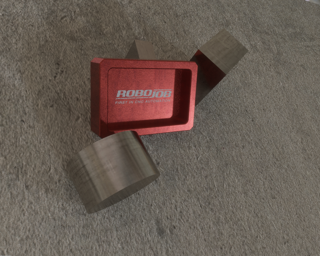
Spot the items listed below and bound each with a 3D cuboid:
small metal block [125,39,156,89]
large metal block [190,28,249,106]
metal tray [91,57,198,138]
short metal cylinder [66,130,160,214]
[{"bbox_3d":[-0.027,-0.084,0.424,0.025,0.050,0.050,0,62,-28],"label":"small metal block"},{"bbox_3d":[0.074,-0.091,0.464,0.050,0.080,0.080,43,51,1],"label":"large metal block"},{"bbox_3d":[-0.017,-0.038,0.381,0.131,0.030,0.089,-6,106,-31],"label":"metal tray"},{"bbox_3d":[-0.047,0.045,0.316,0.081,0.080,0.050,-20,72,-35],"label":"short metal cylinder"}]
